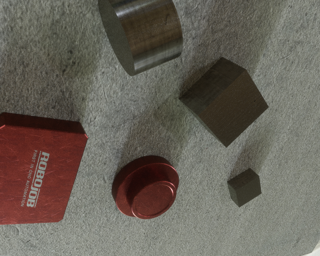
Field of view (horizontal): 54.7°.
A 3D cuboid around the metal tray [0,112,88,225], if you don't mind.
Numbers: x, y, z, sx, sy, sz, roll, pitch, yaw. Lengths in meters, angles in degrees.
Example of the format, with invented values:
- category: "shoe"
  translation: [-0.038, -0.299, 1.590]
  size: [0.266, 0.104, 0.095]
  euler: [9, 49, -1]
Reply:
- category: "metal tray"
  translation: [-0.145, 0.051, 0.356]
  size: [0.091, 0.030, 0.129]
  euler: [8, 114, -32]

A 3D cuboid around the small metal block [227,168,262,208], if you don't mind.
- category: "small metal block"
  translation: [0.152, 0.108, 0.557]
  size: [0.050, 0.025, 0.050]
  euler: [-29, 128, -10]

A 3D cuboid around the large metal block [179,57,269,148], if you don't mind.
- category: "large metal block"
  translation: [0.087, -0.034, 0.418]
  size: [0.080, 0.050, 0.080]
  euler: [-45, 129, 3]

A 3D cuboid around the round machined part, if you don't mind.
- category: "round machined part"
  translation: [-0.016, 0.091, 0.444]
  size: [0.099, 0.042, 0.097]
  euler: [-14, 124, -21]

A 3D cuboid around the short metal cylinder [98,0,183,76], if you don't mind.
- category: "short metal cylinder"
  translation: [-0.020, -0.097, 0.301]
  size: [0.050, 0.080, 0.080]
  euler: [-26, 128, -13]
